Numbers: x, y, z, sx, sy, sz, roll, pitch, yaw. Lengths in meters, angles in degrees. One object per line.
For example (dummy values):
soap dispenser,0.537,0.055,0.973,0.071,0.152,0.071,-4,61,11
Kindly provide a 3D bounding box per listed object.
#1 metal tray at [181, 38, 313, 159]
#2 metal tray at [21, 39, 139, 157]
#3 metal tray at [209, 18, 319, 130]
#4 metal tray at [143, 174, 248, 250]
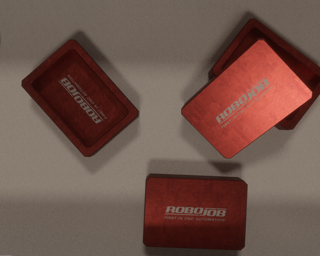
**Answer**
metal tray,0.102,-0.034,0.381,0.090,0.030,0.130,45,114,-5
metal tray,-0.102,-0.038,0.407,0.090,0.030,0.130,-41,91,0
metal tray,0.143,-0.069,0.410,0.130,0.030,0.090,37,90,-1
metal tray,0.045,0.109,0.410,0.131,0.030,0.089,3,90,-1
